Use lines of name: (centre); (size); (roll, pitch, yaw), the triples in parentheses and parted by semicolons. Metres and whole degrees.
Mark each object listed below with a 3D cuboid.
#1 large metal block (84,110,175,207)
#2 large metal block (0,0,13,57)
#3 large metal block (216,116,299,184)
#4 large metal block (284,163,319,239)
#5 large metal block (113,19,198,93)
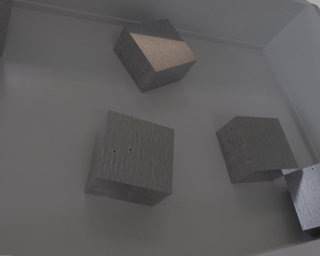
large metal block: (-0.032, 0.036, 0.350); (0.081, 0.050, 0.080); (17, 55, -19)
large metal block: (-0.210, -0.115, 0.321); (0.080, 0.080, 0.050); (28, 39, -11)
large metal block: (0.137, 0.031, 0.444); (0.081, 0.050, 0.080); (2, 61, -28)
large metal block: (0.228, 0.095, 0.420); (0.050, 0.080, 0.080); (38, 36, -42)
large metal block: (-0.007, -0.106, 0.450); (0.081, 0.050, 0.080); (-24, 75, -36)
